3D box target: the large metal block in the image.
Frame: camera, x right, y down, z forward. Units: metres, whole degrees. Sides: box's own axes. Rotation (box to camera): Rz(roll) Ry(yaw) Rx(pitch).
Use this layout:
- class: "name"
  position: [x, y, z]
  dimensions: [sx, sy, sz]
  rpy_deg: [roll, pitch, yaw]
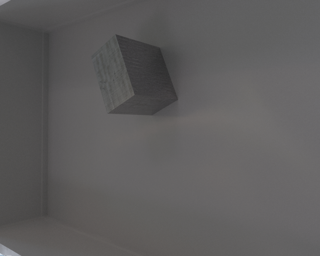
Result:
- class: "large metal block"
  position: [-0.032, -0.064, 0.398]
  dimensions: [0.050, 0.081, 0.080]
  rpy_deg: [-29, 72, 36]
